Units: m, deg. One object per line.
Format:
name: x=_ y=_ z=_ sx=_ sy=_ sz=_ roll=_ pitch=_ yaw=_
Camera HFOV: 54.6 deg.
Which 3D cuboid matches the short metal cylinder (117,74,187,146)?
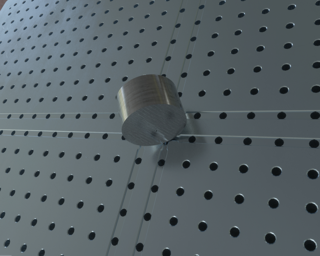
short metal cylinder: x=-0.012 y=-0.021 z=0.392 sx=0.080 sy=0.080 sz=0.050 roll=-25 pitch=52 yaw=13
